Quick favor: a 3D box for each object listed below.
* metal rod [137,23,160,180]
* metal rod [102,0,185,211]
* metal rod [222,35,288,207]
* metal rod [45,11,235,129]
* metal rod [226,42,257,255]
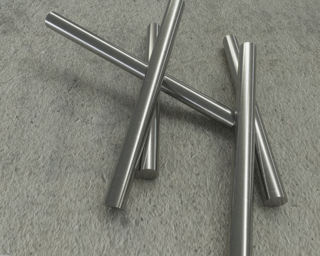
[{"bbox_3d":[-0.012,-0.061,0.454,0.025,0.025,0.300,1,50,0],"label":"metal rod"},{"bbox_3d":[-0.013,-0.047,0.390,0.025,0.025,0.299,12,67,9],"label":"metal rod"},{"bbox_3d":[0.123,-0.034,0.433,0.025,0.025,0.300,-1,50,-1],"label":"metal rod"},{"bbox_3d":[-0.029,-0.083,0.432,0.301,0.025,0.025,30,55,7],"label":"metal rod"},{"bbox_3d":[0.102,0.006,0.376,0.025,0.025,0.300,8,57,6],"label":"metal rod"}]
